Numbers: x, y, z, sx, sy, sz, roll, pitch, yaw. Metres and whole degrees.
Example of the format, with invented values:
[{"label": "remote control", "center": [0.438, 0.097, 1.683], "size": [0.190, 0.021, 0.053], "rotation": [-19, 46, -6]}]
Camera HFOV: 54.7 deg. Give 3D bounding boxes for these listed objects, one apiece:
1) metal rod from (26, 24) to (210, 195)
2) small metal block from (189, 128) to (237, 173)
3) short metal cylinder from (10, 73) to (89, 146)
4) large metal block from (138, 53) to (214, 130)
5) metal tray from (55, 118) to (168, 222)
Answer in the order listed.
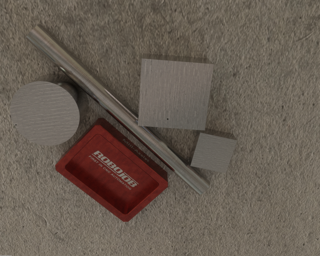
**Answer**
[{"label": "metal rod", "center": [-0.044, -0.014, 0.404], "size": [0.025, 0.025, 0.300], "rotation": [-43, 105, 14]}, {"label": "small metal block", "center": [0.071, 0.029, 0.423], "size": [0.050, 0.025, 0.050], "rotation": [12, 110, -5]}, {"label": "short metal cylinder", "center": [-0.135, -0.024, 0.387], "size": [0.081, 0.050, 0.079], "rotation": [0, 110, -1]}, {"label": "large metal block", "center": [0.017, -0.046, 0.381], "size": [0.081, 0.050, 0.079], "rotation": [4, 110, -2]}, {"label": "metal tray", "center": [-0.064, 0.060, 0.430], "size": [0.130, 0.030, 0.090], "rotation": [42, 104, -14]}]
